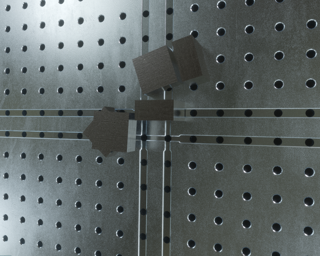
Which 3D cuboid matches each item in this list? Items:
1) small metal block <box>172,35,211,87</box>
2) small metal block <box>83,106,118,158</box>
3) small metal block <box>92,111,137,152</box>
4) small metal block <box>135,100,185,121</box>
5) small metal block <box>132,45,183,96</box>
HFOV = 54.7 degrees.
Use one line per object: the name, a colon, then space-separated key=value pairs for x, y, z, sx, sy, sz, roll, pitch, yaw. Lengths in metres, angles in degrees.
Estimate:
small metal block: x=0.040 y=-0.082 z=0.385 sx=0.025 sy=0.050 sz=0.050 roll=-16 pitch=85 yaw=19
small metal block: x=-0.071 y=0.005 z=0.436 sx=0.050 sy=0.025 sz=0.050 roll=45 pitch=104 yaw=14
small metal block: x=-0.059 y=0.004 z=0.406 sx=0.050 sy=0.025 sz=0.050 roll=4 pitch=91 yaw=19
small metal block: x=0.001 y=-0.022 z=0.398 sx=0.050 sy=0.050 sz=0.025 roll=1 pitch=91 yaw=19
small metal block: x=-0.003 y=-0.075 z=0.413 sx=0.050 sy=0.025 sz=0.050 roll=-19 pitch=84 yaw=18
